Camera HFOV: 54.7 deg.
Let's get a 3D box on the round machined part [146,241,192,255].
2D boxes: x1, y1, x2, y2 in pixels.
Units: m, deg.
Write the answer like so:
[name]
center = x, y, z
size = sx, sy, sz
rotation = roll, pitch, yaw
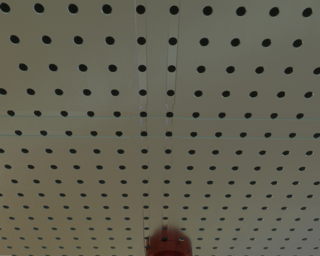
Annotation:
[round machined part]
center = 0.019, 0.275, 0.635
size = 0.099, 0.042, 0.097
rotation = 0, 130, 0
